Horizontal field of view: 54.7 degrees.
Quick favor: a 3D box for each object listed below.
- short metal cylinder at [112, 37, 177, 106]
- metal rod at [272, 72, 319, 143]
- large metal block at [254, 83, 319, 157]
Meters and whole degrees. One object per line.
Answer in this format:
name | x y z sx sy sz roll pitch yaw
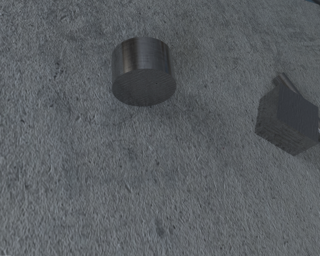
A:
short metal cylinder | -0.022 -0.070 0.400 0.081 0.080 0.050 8 58 -24
metal rod | 0.301 0.026 0.549 0.025 0.025 0.299 -23 74 -36
large metal block | 0.208 -0.013 0.508 0.080 0.050 0.080 30 52 -9
